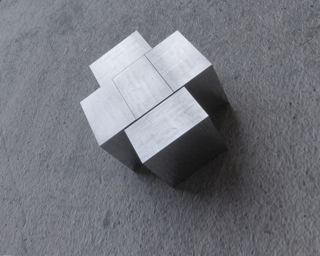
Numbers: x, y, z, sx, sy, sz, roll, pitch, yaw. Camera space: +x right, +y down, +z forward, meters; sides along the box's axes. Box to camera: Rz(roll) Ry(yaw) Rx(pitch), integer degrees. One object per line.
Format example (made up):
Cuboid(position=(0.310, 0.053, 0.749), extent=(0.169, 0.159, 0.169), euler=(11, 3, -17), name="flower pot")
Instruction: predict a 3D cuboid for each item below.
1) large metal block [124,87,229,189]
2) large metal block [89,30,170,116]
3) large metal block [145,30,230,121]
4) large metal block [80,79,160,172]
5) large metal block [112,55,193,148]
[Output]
Cuboid(position=(0.021, 0.014, 0.350), extent=(0.080, 0.080, 0.050), euler=(-36, 51, 4), name="large metal block")
Cuboid(position=(-0.036, -0.073, 0.433), extent=(0.080, 0.080, 0.050), euler=(-36, 51, 4), name="large metal block")
Cuboid(position=(0.035, -0.061, 0.389), extent=(0.050, 0.080, 0.080), euler=(-36, 51, 4), name="large metal block")
Cuboid(position=(-0.047, -0.002, 0.395), extent=(0.050, 0.080, 0.080), euler=(-36, 51, 4), name="large metal block")
Cuboid(position=(-0.006, -0.031, 0.392), extent=(0.050, 0.080, 0.080), euler=(-36, 51, 4), name="large metal block")
